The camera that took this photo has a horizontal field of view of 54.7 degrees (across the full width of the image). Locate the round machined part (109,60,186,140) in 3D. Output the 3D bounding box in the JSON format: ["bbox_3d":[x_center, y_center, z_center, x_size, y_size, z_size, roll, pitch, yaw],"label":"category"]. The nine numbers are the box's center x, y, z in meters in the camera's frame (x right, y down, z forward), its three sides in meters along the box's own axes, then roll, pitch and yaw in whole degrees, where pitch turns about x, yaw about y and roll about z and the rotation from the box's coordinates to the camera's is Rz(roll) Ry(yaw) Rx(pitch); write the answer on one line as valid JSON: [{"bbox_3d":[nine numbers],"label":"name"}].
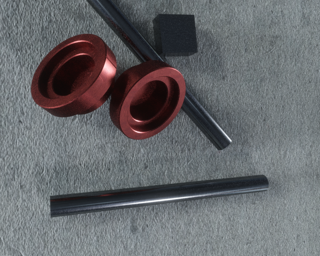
[{"bbox_3d":[-0.019,-0.037,0.376,0.099,0.042,0.097,-28,140,-27],"label":"round machined part"}]

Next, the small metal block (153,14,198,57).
[{"bbox_3d":[0.020,-0.124,0.417,0.050,0.025,0.050,-6,92,-20],"label":"small metal block"}]

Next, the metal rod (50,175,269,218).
[{"bbox_3d":[0.014,0.087,0.414,0.303,0.025,0.025,-2,91,-20],"label":"metal rod"}]

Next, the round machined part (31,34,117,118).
[{"bbox_3d":[-0.090,-0.054,0.347,0.098,0.098,0.042,-57,144,-11],"label":"round machined part"}]

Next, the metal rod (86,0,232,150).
[{"bbox_3d":[-0.006,-0.084,0.406,0.025,0.025,0.300,-46,105,-14],"label":"metal rod"}]
